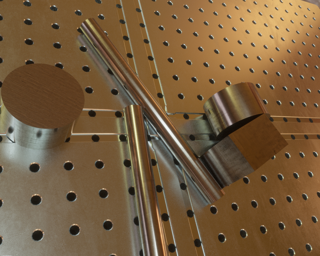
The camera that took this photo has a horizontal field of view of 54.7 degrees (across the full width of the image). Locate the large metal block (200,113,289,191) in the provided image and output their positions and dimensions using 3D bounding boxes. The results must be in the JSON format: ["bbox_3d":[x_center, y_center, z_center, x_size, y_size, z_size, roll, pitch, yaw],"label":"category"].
[{"bbox_3d":[0.106,0.033,0.409,0.081,0.080,0.050,-26,76,-37],"label":"large metal block"}]

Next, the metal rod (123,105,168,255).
[{"bbox_3d":[-0.010,0.108,0.336,0.025,0.025,0.299,3,60,-27],"label":"metal rod"}]

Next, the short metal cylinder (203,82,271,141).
[{"bbox_3d":[0.109,-0.022,0.445,0.081,0.080,0.050,-7,66,-32],"label":"short metal cylinder"}]

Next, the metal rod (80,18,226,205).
[{"bbox_3d":[-0.015,-0.029,0.417,0.025,0.025,0.299,-29,78,-37],"label":"metal rod"}]

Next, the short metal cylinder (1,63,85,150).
[{"bbox_3d":[-0.128,-0.023,0.337,0.081,0.050,0.080,14,56,-21],"label":"short metal cylinder"}]
